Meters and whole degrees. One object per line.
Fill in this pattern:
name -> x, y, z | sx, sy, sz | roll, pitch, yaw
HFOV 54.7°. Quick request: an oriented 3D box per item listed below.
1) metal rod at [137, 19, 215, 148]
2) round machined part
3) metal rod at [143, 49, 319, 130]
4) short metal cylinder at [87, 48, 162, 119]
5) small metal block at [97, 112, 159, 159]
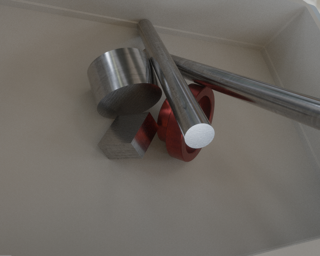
metal rod -> 0.004, -0.077, 0.371 | 0.025, 0.025, 0.300 | 14, 30, -21
round machined part -> 0.031, -0.010, 0.395 | 0.042, 0.097, 0.098 | 18, 46, 25
metal rod -> 0.064, -0.056, 0.355 | 0.025, 0.025, 0.300 | -10, 26, -33
short metal cylinder -> -0.044, -0.053, 0.380 | 0.081, 0.080, 0.050 | -6, 65, -31
small metal block -> -0.036, 0.009, 0.362 | 0.025, 0.050, 0.050 | 59, 42, -33
